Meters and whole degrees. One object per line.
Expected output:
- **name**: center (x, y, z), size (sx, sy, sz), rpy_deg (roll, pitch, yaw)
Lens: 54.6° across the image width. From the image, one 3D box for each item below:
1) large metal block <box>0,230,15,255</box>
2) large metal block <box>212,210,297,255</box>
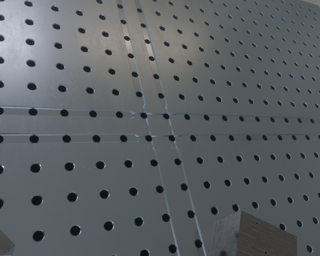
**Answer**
- **large metal block**: center (-0.161, 0.086, 0.234), size (0.080, 0.080, 0.050), rpy_deg (45, 51, 3)
- **large metal block**: center (0.107, 0.153, 0.356), size (0.080, 0.050, 0.080), rpy_deg (27, 52, -11)
